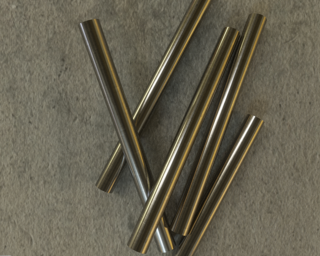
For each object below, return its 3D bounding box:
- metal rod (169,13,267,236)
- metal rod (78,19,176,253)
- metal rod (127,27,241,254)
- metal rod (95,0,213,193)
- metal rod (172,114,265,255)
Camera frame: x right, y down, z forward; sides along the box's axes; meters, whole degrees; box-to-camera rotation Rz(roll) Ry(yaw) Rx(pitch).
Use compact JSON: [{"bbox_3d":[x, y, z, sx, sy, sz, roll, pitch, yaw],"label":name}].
[{"bbox_3d":[0.077,-0.007,0.405,0.025,0.025,0.299,21,88,-1],"label":"metal rod"},{"bbox_3d":[-0.036,0.018,0.383,0.025,0.025,0.298,-18,101,0],"label":"metal rod"},{"bbox_3d":[0.034,0.008,0.388,0.025,0.025,0.299,25,81,-1],"label":"metal rod"},{"bbox_3d":[-0.005,-0.052,0.409,0.025,0.025,0.299,28,90,-1],"label":"metal rod"},{"bbox_3d":[0.057,0.119,0.410,0.025,0.025,0.299,28,90,-1],"label":"metal rod"}]
